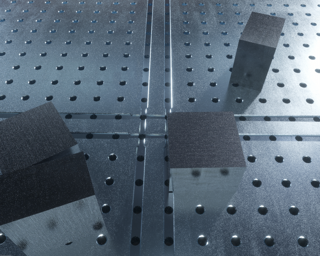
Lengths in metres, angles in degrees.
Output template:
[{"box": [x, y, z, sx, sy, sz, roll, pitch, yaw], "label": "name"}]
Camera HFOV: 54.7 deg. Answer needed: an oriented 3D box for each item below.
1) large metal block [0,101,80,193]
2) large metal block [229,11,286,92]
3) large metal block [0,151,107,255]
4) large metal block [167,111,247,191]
[{"box": [-0.147, 0.025, 0.369, 0.081, 0.050, 0.080, -27, 55, -21], "label": "large metal block"}, {"box": [0.147, -0.116, 0.472, 0.050, 0.080, 0.080, 18, 52, 14], "label": "large metal block"}, {"box": [-0.103, 0.077, 0.306, 0.081, 0.080, 0.050, -16, 52, -14], "label": "large metal block"}, {"box": [0.050, 0.027, 0.370, 0.081, 0.050, 0.080, -1, 50, -1], "label": "large metal block"}]
